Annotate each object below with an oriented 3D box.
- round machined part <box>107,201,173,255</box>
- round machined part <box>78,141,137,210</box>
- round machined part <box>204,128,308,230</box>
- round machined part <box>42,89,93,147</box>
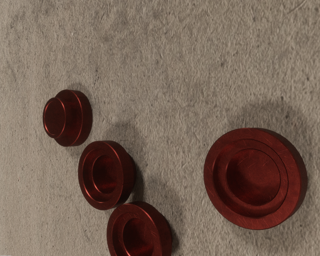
[{"bbox_3d":[-0.022,0.146,0.410,0.098,0.042,0.097,0,90,39],"label":"round machined part"},{"bbox_3d":[-0.072,0.067,0.451,0.098,0.042,0.097,0,90,39],"label":"round machined part"},{"bbox_3d":[0.097,0.048,0.313,0.098,0.042,0.097,0,90,39],"label":"round machined part"},{"bbox_3d":[-0.162,-0.017,0.524,0.098,0.042,0.097,0,90,39],"label":"round machined part"}]
